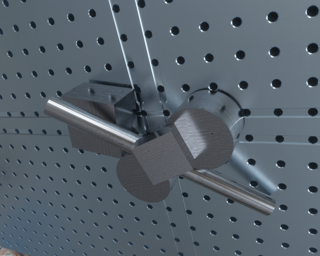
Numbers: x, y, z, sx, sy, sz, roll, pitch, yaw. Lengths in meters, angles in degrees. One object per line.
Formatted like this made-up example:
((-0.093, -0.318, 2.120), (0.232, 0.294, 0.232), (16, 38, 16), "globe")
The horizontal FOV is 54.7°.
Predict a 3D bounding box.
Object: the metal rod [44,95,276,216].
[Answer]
((0.005, 0.037, 0.381), (0.301, 0.025, 0.025), (25, 129, -6), "metal rod")

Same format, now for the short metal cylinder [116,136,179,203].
((-0.013, 0.056, 0.432), (0.080, 0.050, 0.079), (13, 124, 21), "short metal cylinder")

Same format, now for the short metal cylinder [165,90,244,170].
((0.052, 0.002, 0.364), (0.080, 0.050, 0.079), (13, 124, 21), "short metal cylinder")

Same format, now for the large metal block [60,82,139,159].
((-0.079, -0.012, 0.422), (0.080, 0.050, 0.079), (10, 123, 22), "large metal block")

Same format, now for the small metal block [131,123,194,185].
((0.004, 0.030, 0.349), (0.050, 0.025, 0.050), (-25, 105, 18), "small metal block")
